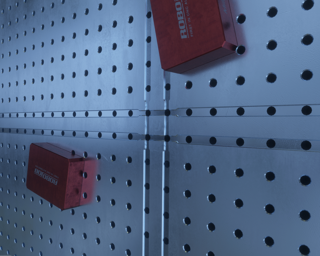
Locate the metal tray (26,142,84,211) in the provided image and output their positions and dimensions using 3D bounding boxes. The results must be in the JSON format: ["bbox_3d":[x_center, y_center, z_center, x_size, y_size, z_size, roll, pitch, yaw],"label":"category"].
[{"bbox_3d":[-0.194,0.083,0.562,0.130,0.030,0.089,14,99,38],"label":"metal tray"}]

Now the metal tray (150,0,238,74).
[{"bbox_3d":[0.035,-0.142,0.375,0.090,0.030,0.129,-15,80,38],"label":"metal tray"}]
